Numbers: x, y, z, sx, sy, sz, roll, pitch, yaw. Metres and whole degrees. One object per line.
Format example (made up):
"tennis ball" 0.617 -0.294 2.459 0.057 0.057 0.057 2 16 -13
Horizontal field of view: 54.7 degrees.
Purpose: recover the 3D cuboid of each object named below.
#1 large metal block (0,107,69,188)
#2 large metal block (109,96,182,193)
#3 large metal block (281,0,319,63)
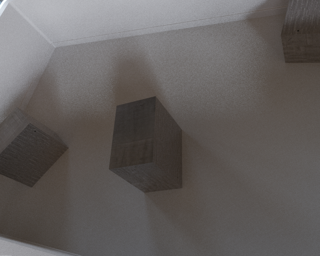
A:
"large metal block" -0.199 0.030 0.454 0.080 0.080 0.050 -48 52 -6
"large metal block" -0.012 0.022 0.362 0.050 0.080 0.080 -12 57 22
"large metal block" 0.194 -0.124 0.364 0.080 0.050 0.080 7 65 31
